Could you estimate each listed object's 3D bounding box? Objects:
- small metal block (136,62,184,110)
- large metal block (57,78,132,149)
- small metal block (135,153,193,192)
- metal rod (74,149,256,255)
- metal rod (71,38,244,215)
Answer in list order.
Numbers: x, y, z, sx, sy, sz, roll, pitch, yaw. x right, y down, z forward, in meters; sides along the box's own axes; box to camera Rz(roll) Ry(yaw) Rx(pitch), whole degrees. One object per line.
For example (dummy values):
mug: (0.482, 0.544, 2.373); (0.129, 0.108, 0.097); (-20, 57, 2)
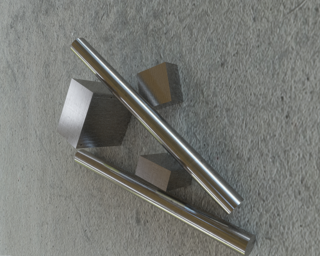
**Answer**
small metal block: (-0.001, -0.053, 0.404); (0.050, 0.025, 0.050); (-14, 81, 38)
large metal block: (-0.088, -0.020, 0.439); (0.050, 0.081, 0.079); (33, 111, 34)
small metal block: (0.007, 0.052, 0.381); (0.050, 0.050, 0.025); (22, 104, 37)
metal rod: (-0.017, 0.085, 0.417); (0.300, 0.025, 0.025); (19, 102, 38)
metal rod: (-0.016, -0.015, 0.386); (0.300, 0.025, 0.025); (46, 118, 19)
